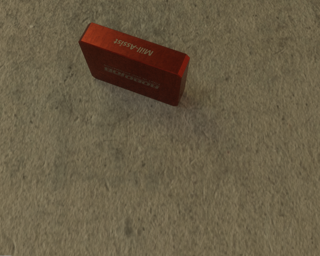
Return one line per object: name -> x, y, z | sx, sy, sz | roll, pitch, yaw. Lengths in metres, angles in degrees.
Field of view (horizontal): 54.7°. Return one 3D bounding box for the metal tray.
metal tray -> -0.031, -0.079, 0.401 | 0.131, 0.090, 0.030 | 20, 72, 7
